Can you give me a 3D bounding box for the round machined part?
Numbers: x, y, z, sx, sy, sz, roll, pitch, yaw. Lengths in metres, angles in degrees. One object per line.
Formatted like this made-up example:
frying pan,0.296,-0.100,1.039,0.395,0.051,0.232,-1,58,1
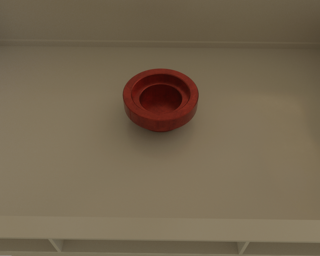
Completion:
round machined part,0.001,-0.033,0.418,0.099,0.042,0.098,0,50,0
